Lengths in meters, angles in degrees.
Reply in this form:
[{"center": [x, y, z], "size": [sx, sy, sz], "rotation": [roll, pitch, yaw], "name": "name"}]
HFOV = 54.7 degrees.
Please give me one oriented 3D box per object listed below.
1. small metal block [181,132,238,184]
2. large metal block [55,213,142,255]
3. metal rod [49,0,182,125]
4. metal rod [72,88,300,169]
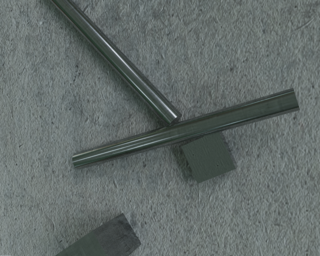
[{"center": [0.062, 0.035, 0.387], "size": [0.050, 0.025, 0.050], "rotation": [-25, 82, 17], "name": "small metal block"}, {"center": [-0.084, 0.164, 0.408], "size": [0.080, 0.080, 0.050], "rotation": [-37, 79, 16], "name": "large metal block"}, {"center": [-0.079, -0.116, 0.435], "size": [0.025, 0.025, 0.300], "rotation": [-46, 76, 14], "name": "metal rod"}, {"center": [0.013, 0.009, 0.388], "size": [0.300, 0.025, 0.025], "rotation": [-17, 85, 24], "name": "metal rod"}]
